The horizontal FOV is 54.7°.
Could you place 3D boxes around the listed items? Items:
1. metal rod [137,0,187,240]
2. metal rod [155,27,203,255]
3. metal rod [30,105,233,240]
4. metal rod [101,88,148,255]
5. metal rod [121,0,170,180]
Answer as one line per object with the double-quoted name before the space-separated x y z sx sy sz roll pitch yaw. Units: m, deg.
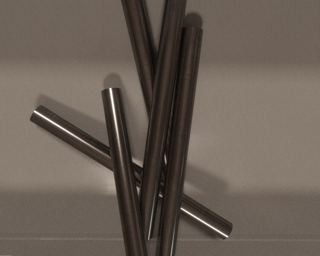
"metal rod" -0.001 -0.008 0.377 0.025 0.025 0.298 7 98 -3
"metal rod" 0.022 0.029 0.385 0.025 0.025 0.298 6 96 -3
"metal rod" -0.034 0.061 0.414 0.301 0.025 0.025 32 107 -4
"metal rod" -0.037 0.098 0.376 0.025 0.025 0.298 -10 83 3
"metal rod" -0.005 -0.022 0.403 0.025 0.025 0.298 -11 110 4
